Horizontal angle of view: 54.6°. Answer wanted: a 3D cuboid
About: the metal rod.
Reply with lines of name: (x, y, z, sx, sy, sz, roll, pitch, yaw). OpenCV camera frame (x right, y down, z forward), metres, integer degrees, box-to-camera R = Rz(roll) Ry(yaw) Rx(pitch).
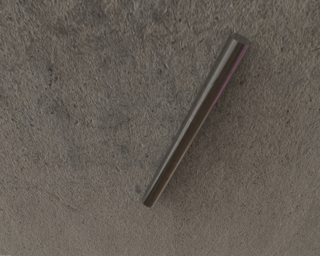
metal rod: (0.034, 0.013, 0.417, 0.025, 0.025, 0.298, 16, 128, -13)
